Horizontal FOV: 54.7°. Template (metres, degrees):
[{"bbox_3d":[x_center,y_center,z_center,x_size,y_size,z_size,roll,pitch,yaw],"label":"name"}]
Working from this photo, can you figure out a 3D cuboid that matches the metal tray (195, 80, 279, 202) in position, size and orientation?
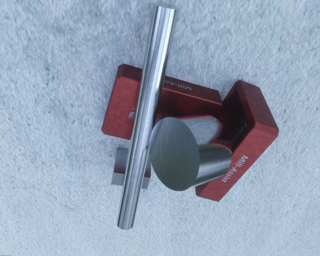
[{"bbox_3d":[0.084,0.018,0.382,0.030,0.090,0.129,18,128,-15],"label":"metal tray"}]

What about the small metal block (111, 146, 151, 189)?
[{"bbox_3d":[-0.040,0.056,0.439,0.050,0.050,0.025,10,129,-9],"label":"small metal block"}]

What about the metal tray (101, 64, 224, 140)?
[{"bbox_3d":[0.001,-0.019,0.388,0.131,0.030,0.089,14,129,-12],"label":"metal tray"}]

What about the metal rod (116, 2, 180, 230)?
[{"bbox_3d":[-0.022,0.010,0.366,0.025,0.025,0.298,8,121,-7],"label":"metal rod"}]

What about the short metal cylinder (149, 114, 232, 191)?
[{"bbox_3d":[0.032,0.025,0.347,0.050,0.080,0.079,-7,140,-39],"label":"short metal cylinder"}]
